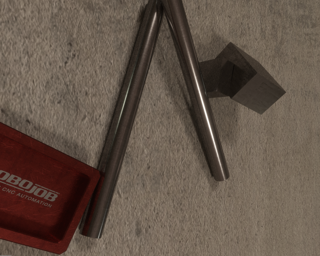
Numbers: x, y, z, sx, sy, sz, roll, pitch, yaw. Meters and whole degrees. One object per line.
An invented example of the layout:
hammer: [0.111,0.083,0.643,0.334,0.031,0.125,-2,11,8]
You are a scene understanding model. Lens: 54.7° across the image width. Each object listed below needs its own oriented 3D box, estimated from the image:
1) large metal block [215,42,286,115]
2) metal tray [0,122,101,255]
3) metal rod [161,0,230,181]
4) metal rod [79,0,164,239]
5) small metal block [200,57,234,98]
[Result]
large metal block: [0.132,-0.075,0.475,0.080,0.050,0.080,19,34,-39]
metal tray: [-0.131,0.056,0.292,0.130,0.030,0.090,35,69,-35]
metal rod: [0.052,-0.053,0.431,0.025,0.025,0.298,-36,118,-34]
metal rod: [-0.040,-0.023,0.372,0.025,0.025,0.299,24,75,-38]
small metal block: [0.077,-0.072,0.455,0.025,0.050,0.050,17,79,-38]
